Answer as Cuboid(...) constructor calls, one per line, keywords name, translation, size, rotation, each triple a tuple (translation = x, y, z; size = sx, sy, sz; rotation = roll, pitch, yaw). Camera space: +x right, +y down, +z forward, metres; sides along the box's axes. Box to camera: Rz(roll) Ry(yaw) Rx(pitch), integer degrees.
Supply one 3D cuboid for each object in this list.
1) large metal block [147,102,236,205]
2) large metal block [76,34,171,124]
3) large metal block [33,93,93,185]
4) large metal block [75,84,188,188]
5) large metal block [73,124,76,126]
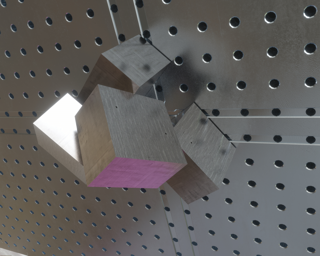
Cuboid(name="large metal block", translation=(0.037, 0.029, 0.371), size=(0.080, 0.080, 0.050), rotation=(47, 129, -5))
Cuboid(name="large metal block", translation=(-0.043, -0.053, 0.362), size=(0.050, 0.080, 0.080), rotation=(41, 129, 0))
Cuboid(name="large metal block", translation=(-0.099, 0.017, 0.371), size=(0.080, 0.050, 0.080), rotation=(41, 154, 0))
Cuboid(name="large metal block", translation=(-0.030, 0.011, 0.306), size=(0.050, 0.081, 0.080), rotation=(-45, 50, 34))
Cuboid(name="large metal block", translation=(-0.087, 0.020, 0.451), size=(0.080, 0.050, 0.080), rotation=(43, 129, -2))
